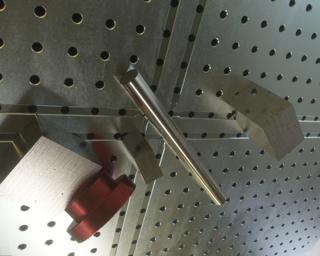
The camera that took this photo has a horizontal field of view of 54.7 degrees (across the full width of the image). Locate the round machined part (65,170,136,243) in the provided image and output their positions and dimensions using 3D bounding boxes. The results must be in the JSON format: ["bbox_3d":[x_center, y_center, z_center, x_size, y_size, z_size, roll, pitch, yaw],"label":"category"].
[{"bbox_3d":[-0.080,0.092,0.389,0.098,0.098,0.042,-43,94,1],"label":"round machined part"}]

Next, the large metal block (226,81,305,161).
[{"bbox_3d":[0.154,-0.010,0.453,0.050,0.080,0.080,-40,130,-1],"label":"large metal block"}]

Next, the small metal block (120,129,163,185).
[{"bbox_3d":[-0.024,0.037,0.405,0.025,0.050,0.050,-28,128,-11],"label":"small metal block"}]

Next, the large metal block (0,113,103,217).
[{"bbox_3d":[-0.128,0.044,0.352,0.080,0.050,0.080,-48,129,6],"label":"large metal block"}]

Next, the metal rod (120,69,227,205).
[{"bbox_3d":[0.035,0.033,0.450,0.025,0.025,0.300,-39,130,-2],"label":"metal rod"}]
